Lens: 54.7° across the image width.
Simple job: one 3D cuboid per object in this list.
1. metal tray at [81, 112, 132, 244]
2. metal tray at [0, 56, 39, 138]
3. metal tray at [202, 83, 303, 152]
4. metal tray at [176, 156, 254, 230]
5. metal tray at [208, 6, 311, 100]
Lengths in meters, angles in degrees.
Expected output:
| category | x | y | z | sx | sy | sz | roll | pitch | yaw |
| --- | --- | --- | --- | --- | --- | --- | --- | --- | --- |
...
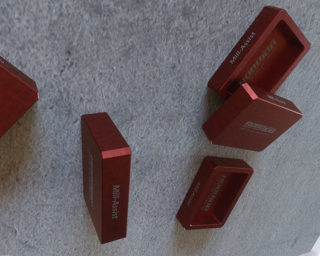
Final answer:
| category | x | y | z | sx | sy | sz | roll | pitch | yaw |
| --- | --- | --- | --- | --- | --- | --- | --- | --- | --- |
| metal tray | -0.066 | 0.058 | 0.365 | 0.030 | 0.090 | 0.129 | -8 | 122 | -24 |
| metal tray | -0.190 | -0.041 | 0.275 | 0.090 | 0.030 | 0.130 | -45 | 130 | 3 |
| metal tray | 0.135 | -0.010 | 0.447 | 0.131 | 0.030 | 0.090 | 11 | 131 | -40 |
| metal tray | 0.092 | 0.112 | 0.525 | 0.091 | 0.030 | 0.129 | 9 | 114 | -33 |
| metal tray | 0.138 | -0.087 | 0.427 | 0.090 | 0.030 | 0.130 | 29 | 102 | -38 |
